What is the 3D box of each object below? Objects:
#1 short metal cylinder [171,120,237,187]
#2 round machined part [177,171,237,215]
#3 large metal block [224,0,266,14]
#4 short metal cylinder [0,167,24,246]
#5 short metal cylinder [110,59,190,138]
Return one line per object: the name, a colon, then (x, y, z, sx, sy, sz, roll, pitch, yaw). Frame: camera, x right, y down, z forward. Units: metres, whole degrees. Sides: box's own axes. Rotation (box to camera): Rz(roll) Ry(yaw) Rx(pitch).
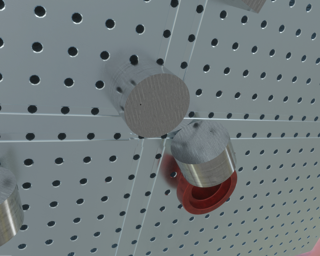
short metal cylinder: (0.061, 0.035, 0.431, 0.080, 0.080, 0.050, -32, 129, -8)
round machined part: (0.070, 0.086, 0.492, 0.099, 0.042, 0.097, -14, 124, -21)
large metal block: (0.086, -0.182, 0.329, 0.081, 0.050, 0.080, 18, 109, -35)
short metal cylinder: (-0.190, 0.084, 0.324, 0.081, 0.080, 0.050, -11, 123, -23)
short metal cylinder: (-0.012, -0.035, 0.366, 0.081, 0.050, 0.079, -14, 124, -21)
